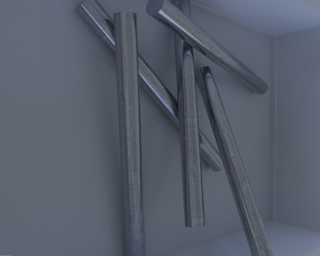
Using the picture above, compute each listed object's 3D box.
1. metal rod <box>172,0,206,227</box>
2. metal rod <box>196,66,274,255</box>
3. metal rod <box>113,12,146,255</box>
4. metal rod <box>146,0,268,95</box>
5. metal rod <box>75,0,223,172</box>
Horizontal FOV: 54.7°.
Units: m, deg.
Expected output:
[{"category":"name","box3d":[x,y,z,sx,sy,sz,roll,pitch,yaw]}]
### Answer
[{"category":"metal rod","box3d":[0.036,-0.028,0.402,0.025,0.025,0.299,7,75,-40]},{"category":"metal rod","box3d":[0.098,0.051,0.410,0.025,0.025,0.299,4,63,-40]},{"category":"metal rod","box3d":[-0.034,0.023,0.360,0.025,0.025,0.298,-9,101,-40]},{"category":"metal rod","box3d":[0.089,-0.102,0.446,0.302,0.025,0.025,18,79,-49]},{"category":"metal rod","box3d":[0.004,-0.040,0.409,0.300,0.025,0.025,48,61,-29]}]
